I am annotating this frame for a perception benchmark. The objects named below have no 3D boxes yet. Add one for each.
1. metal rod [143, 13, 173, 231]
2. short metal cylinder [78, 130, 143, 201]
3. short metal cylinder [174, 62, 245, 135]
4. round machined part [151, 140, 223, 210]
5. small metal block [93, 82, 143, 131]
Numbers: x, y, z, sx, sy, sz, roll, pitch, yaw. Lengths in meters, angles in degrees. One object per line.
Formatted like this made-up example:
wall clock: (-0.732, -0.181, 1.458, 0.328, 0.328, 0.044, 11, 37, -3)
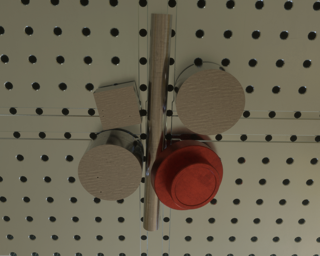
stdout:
metal rod: (-0.005, 0.007, 0.411, 0.025, 0.025, 0.298, 3, 110, -1)
short metal cylinder: (-0.063, 0.049, 0.413, 0.081, 0.050, 0.079, 0, 110, 0)
short metal cylinder: (0.059, -0.037, 0.382, 0.081, 0.050, 0.079, 0, 110, 0)
round machined part: (0.040, 0.069, 0.413, 0.099, 0.042, 0.097, -6, 110, -15)
small metal block: (-0.053, -0.028, 0.398, 0.050, 0.025, 0.050, -11, 110, 3)
